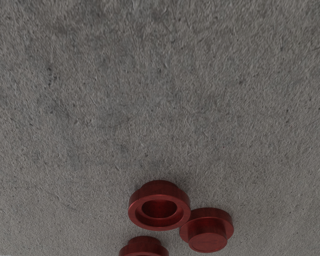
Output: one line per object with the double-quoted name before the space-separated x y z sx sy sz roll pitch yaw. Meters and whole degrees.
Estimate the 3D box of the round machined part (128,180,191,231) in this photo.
"round machined part" -0.001 0.121 0.499 0.099 0.042 0.097 0 130 0

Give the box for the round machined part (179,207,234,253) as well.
"round machined part" 0.084 0.189 0.558 0.099 0.042 0.097 0 130 0

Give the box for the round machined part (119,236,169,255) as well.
"round machined part" -0.031 0.248 0.607 0.099 0.042 0.097 0 130 0
